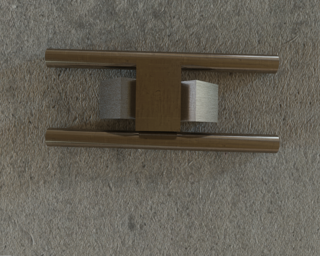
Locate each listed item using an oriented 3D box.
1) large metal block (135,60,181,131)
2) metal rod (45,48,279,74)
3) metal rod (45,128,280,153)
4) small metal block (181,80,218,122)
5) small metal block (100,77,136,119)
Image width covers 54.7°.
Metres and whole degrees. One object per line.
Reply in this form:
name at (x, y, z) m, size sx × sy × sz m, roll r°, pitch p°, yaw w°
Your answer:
large metal block at (-0.002, -0.037, 0.386) m, size 0.050 × 0.080 × 0.079 m, roll 1°, pitch 90°, yaw 0°
metal rod at (0.003, -0.089, 0.411) m, size 0.302 × 0.025 × 0.025 m, roll 1°, pitch 90°, yaw -1°
metal rod at (0.004, 0.017, 0.411) m, size 0.302 × 0.025 × 0.025 m, roll 2°, pitch 90°, yaw -1°
small metal block at (0.051, -0.033, 0.398) m, size 0.025 × 0.050 × 0.050 m, roll 0°, pitch 90°, yaw 41°
small metal block at (-0.053, -0.037, 0.397) m, size 0.025 × 0.050 × 0.050 m, roll 1°, pitch 91°, yaw -40°
